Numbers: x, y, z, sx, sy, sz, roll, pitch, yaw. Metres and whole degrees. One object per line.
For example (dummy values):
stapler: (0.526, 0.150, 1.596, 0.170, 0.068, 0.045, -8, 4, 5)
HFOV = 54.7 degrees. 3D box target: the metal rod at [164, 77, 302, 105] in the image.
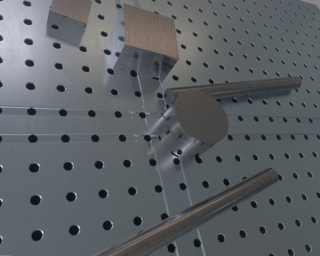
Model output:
metal rod: (0.139, -0.066, 0.523, 0.303, 0.025, 0.025, -10, 67, -32)

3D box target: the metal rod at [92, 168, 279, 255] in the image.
metal rod: (0.042, 0.104, 0.367, 0.302, 0.025, 0.025, -16, 70, -34)

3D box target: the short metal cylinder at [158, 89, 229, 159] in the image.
short metal cylinder: (0.044, -0.005, 0.419, 0.081, 0.050, 0.080, 14, 56, -21)

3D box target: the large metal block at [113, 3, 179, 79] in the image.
large metal block: (-0.023, -0.126, 0.457, 0.081, 0.050, 0.080, 9, 58, -24)

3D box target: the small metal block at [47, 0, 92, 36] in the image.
small metal block: (-0.128, -0.165, 0.440, 0.050, 0.025, 0.050, 15, 56, -20)
